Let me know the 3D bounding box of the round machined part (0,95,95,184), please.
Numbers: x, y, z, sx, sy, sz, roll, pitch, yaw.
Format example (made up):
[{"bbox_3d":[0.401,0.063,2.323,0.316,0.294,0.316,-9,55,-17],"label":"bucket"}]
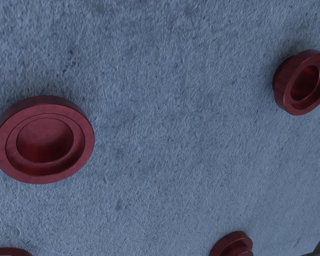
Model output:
[{"bbox_3d":[-0.124,0.009,0.333,0.099,0.042,0.097,-14,124,-21],"label":"round machined part"}]

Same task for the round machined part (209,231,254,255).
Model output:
[{"bbox_3d":[0.154,0.266,0.644,0.099,0.042,0.097,-14,124,-21],"label":"round machined part"}]

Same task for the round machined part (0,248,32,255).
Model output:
[{"bbox_3d":[-0.214,0.209,0.408,0.099,0.042,0.097,-14,124,-21],"label":"round machined part"}]

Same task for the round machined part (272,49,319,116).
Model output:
[{"bbox_3d":[0.210,-0.071,0.466,0.099,0.042,0.097,-14,124,-21],"label":"round machined part"}]
